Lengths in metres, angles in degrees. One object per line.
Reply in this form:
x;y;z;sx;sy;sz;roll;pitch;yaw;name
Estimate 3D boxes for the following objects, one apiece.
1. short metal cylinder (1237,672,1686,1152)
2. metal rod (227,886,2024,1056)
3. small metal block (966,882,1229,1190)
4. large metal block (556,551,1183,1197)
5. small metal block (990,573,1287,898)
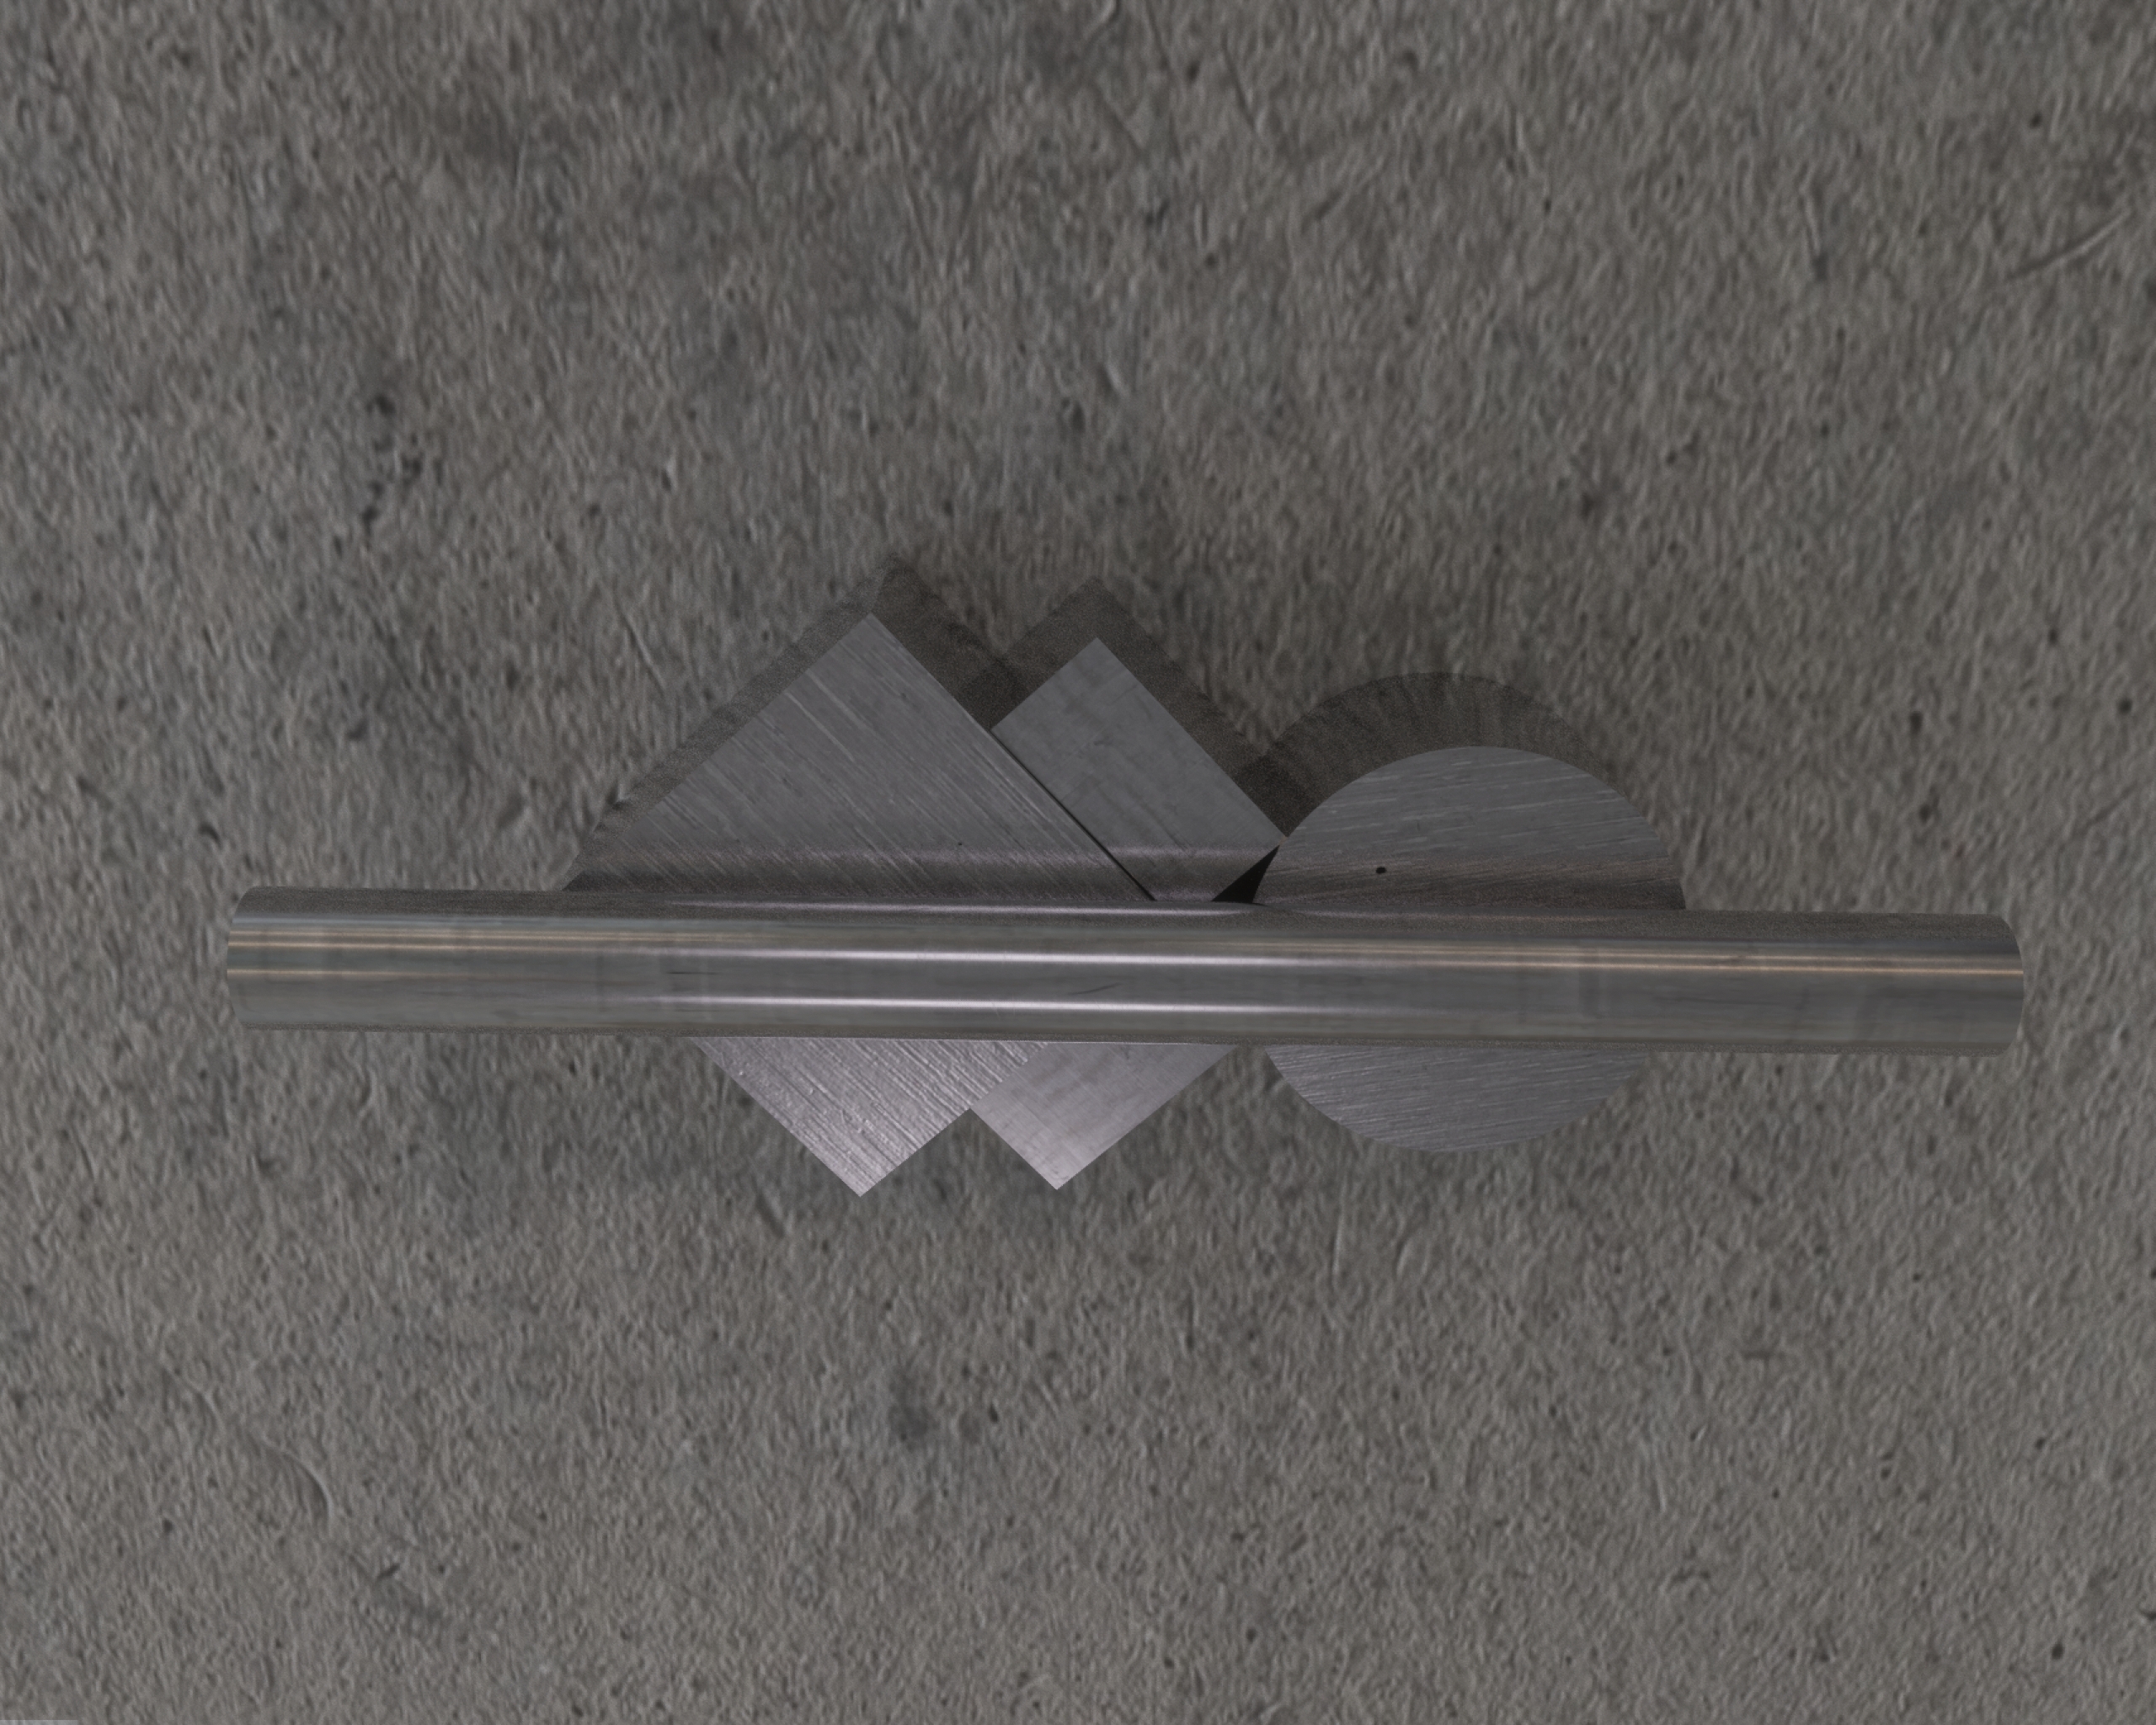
0.070;0.008;0.401;0.081;0.050;0.079;0;110;0;short metal cylinder
0.009;0.019;0.363;0.302;0.025;0.025;1;110;-1;metal rod
0.006;0.029;0.409;0.050;0.050;0.025;-40;106;13;small metal block
-0.038;0.002;0.396;0.080;0.050;0.080;-40;106;13;large metal block
0.011;-0.022;0.390;0.025;0.050;0.050;-41;106;13;small metal block
